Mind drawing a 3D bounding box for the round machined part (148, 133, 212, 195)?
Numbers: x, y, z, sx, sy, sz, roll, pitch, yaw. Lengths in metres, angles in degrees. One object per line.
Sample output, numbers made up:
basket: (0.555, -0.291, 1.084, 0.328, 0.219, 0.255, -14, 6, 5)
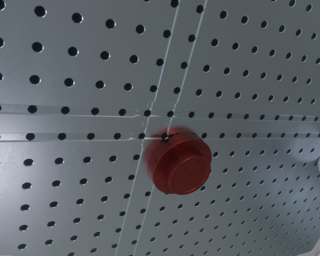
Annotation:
round machined part: (0.035, 0.059, 0.456, 0.099, 0.042, 0.097, -14, 124, -21)
